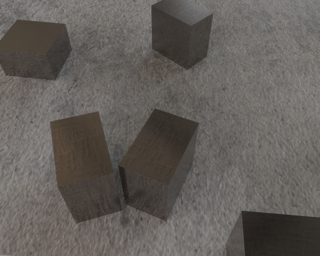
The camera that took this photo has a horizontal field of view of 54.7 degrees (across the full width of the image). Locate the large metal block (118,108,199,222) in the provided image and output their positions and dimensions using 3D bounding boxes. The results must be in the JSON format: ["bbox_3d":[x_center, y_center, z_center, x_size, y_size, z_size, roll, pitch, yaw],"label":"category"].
[{"bbox_3d":[0.001,0.040,0.334,0.050,0.080,0.080,19,53,15],"label":"large metal block"}]

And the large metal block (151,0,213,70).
[{"bbox_3d":[0.033,-0.154,0.497,0.080,0.080,0.050,37,59,26],"label":"large metal block"}]

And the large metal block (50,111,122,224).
[{"bbox_3d":[-0.078,0.042,0.331,0.050,0.080,0.080,-13,52,-11],"label":"large metal block"}]

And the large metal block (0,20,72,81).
[{"bbox_3d":[-0.196,-0.124,0.489,0.080,0.050,0.080,7,50,5],"label":"large metal block"}]

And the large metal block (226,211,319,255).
[{"bbox_3d":[0.106,0.116,0.271,0.080,0.080,0.050,4,50,3],"label":"large metal block"}]
